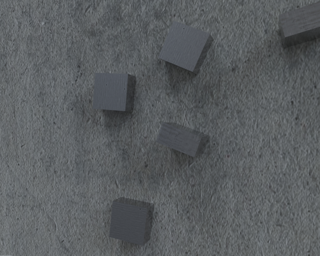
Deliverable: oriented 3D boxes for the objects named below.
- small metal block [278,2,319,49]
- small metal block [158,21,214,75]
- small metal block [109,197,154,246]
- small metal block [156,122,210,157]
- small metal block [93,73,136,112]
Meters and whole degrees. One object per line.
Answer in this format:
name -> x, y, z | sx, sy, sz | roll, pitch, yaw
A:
small metal block -> 0.159, -0.112, 0.339 | 0.050, 0.050, 0.025 | -14, 86, 19
small metal block -> 0.033, -0.102, 0.397 | 0.050, 0.025, 0.050 | 26, 99, 18
small metal block -> -0.039, 0.126, 0.423 | 0.050, 0.025, 0.050 | 7, 92, 19
small metal block -> 0.030, 0.013, 0.385 | 0.050, 0.050, 0.025 | 21, 97, 18
small metal block -> -0.064, -0.049, 0.431 | 0.050, 0.025, 0.050 | 5, 92, 20
